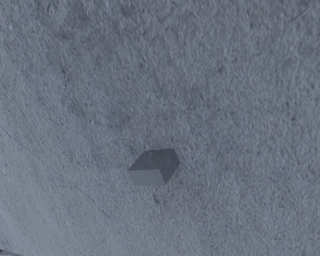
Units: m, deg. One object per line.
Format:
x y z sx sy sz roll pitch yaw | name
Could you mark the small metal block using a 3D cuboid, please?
-0.008 0.054 0.427 0.050 0.050 0.025 -7 115 31 | small metal block
